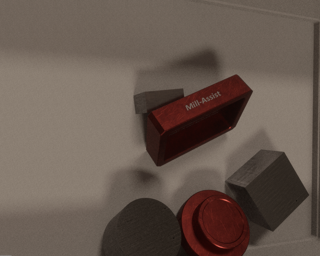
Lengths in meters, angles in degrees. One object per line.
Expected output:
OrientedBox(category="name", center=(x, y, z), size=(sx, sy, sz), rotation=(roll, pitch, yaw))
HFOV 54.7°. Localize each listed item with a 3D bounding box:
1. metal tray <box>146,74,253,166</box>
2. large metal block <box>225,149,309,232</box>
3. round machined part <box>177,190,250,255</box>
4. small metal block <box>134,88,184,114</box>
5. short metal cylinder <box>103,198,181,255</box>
OrientedBox(category="metal tray", center=(0.047, -0.008, 0.394), size=(0.131, 0.090, 0.030), rotation=(-25, 63, -19))
OrientedBox(category="large metal block", center=(0.158, 0.089, 0.458), size=(0.080, 0.050, 0.080), rotation=(-37, 102, -16))
OrientedBox(category="round machined part", center=(0.074, 0.127, 0.407), size=(0.099, 0.042, 0.098), rotation=(9, 55, -14))
OrientedBox(category="small metal block", center=(-0.002, -0.034, 0.398), size=(0.050, 0.050, 0.025), rotation=(-8, 93, -20))
OrientedBox(category="short metal cylinder", center=(-0.022, 0.131, 0.371), size=(0.081, 0.050, 0.080), rotation=(16, 51, -21))
